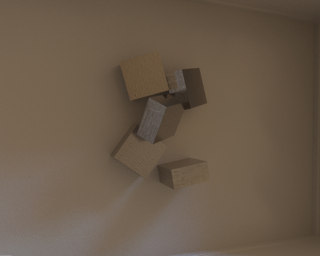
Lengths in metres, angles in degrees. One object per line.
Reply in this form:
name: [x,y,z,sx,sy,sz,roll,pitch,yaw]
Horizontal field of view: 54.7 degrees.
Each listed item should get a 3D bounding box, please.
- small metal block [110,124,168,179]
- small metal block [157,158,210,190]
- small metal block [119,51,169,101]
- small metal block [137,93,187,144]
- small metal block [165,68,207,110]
small metal block: [-0.027,0.030,0.401,0.050,0.025,0.050,38,78,-17]
small metal block: [0.030,0.059,0.410,0.050,0.050,0.025,-10,94,-20]
small metal block: [-0.019,-0.066,0.395,0.050,0.025,0.050,-15,96,2]
small metal block: [0.003,-0.013,0.382,0.050,0.025,0.050,-19,135,-55]
small metal block: [0.036,-0.052,0.412,0.050,0.025,0.050,-21,99,-55]
